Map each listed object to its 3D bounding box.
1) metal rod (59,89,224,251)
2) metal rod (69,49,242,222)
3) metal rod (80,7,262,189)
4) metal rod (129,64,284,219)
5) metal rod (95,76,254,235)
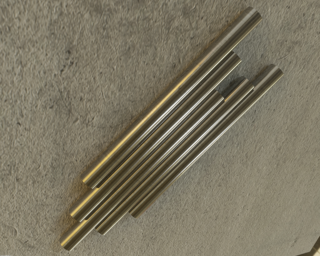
[{"bbox_3d":[-0.027,0.058,0.431,0.300,0.025,0.025,-45,130,3],"label":"metal rod"},{"bbox_3d":[-0.008,0.012,0.413,0.300,0.025,0.025,-45,130,3],"label":"metal rod"},{"bbox_3d":[0.012,-0.036,0.394,0.300,0.025,0.025,-45,130,3],"label":"metal rod"},{"bbox_3d":[0.064,0.021,0.458,0.300,0.025,0.025,-45,130,3],"label":"metal rod"},{"bbox_3d":[0.018,0.041,0.445,0.300,0.025,0.025,-45,130,3],"label":"metal rod"}]
